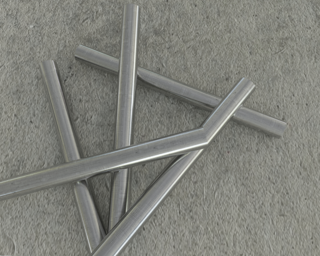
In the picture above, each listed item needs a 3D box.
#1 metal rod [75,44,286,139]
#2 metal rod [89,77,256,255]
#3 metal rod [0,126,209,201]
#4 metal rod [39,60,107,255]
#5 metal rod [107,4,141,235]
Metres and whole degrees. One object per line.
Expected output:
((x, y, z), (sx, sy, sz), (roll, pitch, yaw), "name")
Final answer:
((0.022, -0.053, 0.427), (0.301, 0.025, 0.025), (22, 71, 7), "metal rod")
((0.017, 0.051, 0.361), (0.025, 0.025, 0.301), (38, 74, 12), "metal rod")
((-0.094, 0.049, 0.359), (0.301, 0.025, 0.025), (-15, 71, 5), "metal rod")
((-0.107, 0.043, 0.390), (0.025, 0.025, 0.299), (-19, 71, -7), "metal rod")
((-0.044, -0.019, 0.395), (0.025, 0.025, 0.299), (2, 77, 0), "metal rod")
